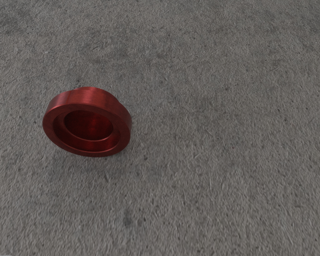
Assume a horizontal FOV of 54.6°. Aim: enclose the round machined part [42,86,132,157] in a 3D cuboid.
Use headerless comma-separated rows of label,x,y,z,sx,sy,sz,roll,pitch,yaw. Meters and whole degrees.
round machined part,-0.082,-0.010,0.364,0.099,0.098,0.042,2,50,1
